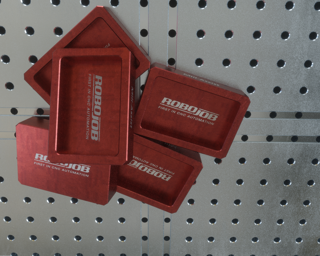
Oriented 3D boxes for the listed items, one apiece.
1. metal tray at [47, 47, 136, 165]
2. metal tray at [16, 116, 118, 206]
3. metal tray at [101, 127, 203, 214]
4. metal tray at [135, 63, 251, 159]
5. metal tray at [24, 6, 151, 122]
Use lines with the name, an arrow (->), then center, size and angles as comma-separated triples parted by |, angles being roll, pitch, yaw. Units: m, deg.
metal tray -> -0.077, -0.024, 0.355 | 0.090, 0.030, 0.129 | 1, 86, 7
metal tray -> -0.121, 0.042, 0.407 | 0.130, 0.030, 0.089 | 11, 111, 10
metal tray -> -0.018, 0.055, 0.430 | 0.131, 0.030, 0.090 | 24, 109, -9
metal tray -> 0.038, -0.021, 0.402 | 0.131, 0.030, 0.089 | 17, 110, -7
metal tray -> -0.087, -0.073, 0.382 | 0.130, 0.030, 0.090 | -38, 105, 12
